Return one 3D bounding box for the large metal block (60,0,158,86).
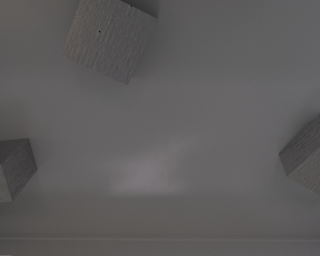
[{"bbox_3d":[-0.056,-0.107,0.358,0.080,0.050,0.080,24,108,-9],"label":"large metal block"}]

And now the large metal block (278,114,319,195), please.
[{"bbox_3d":[0.220,0.040,0.406,0.080,0.050,0.080,29,120,-10],"label":"large metal block"}]

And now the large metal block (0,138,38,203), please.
[{"bbox_3d":[-0.219,0.055,0.400,0.080,0.080,0.050,-6,110,2],"label":"large metal block"}]
